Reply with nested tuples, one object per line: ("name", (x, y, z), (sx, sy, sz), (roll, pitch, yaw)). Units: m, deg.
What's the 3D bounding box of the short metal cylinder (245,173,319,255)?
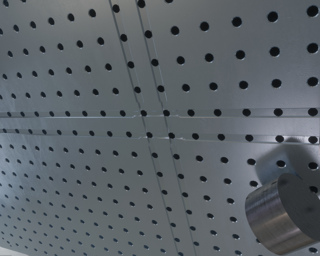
("short metal cylinder", (0.147, 0.100, 0.360), (0.080, 0.080, 0.050), (42, 129, -1))
